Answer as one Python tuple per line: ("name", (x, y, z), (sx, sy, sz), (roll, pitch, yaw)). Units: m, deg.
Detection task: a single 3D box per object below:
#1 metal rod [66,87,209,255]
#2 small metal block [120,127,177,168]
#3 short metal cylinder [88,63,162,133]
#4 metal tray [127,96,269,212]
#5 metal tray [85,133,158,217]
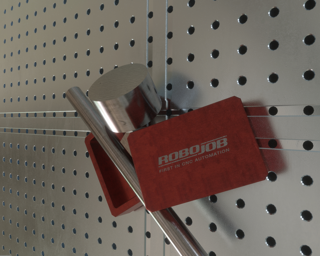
("metal rod", (-0.045, 0.045, 0.402), (0.300, 0.025, 0.025), (49, 119, 28))
("small metal block", (-0.014, 0.024, 0.399), (0.050, 0.050, 0.025), (48, 119, 29))
("short metal cylinder", (-0.044, -0.039, 0.397), (0.080, 0.080, 0.050), (11, 139, 39))
("metal tray", (0.038, 0.030, 0.336), (0.130, 0.030, 0.090), (-19, 77, 13))
("metal tray", (-0.054, 0.049, 0.445), (0.090, 0.030, 0.130), (-39, 67, 33))
